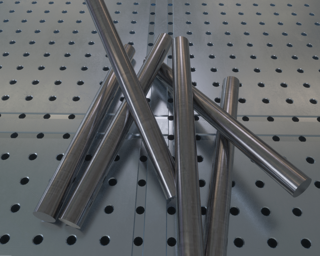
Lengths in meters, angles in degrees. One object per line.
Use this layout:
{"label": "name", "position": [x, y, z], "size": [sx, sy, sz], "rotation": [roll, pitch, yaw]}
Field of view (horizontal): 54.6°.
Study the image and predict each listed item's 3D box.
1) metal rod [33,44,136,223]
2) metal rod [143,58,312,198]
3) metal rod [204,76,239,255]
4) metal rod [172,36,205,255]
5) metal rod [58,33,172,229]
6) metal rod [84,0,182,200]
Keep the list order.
{"label": "metal rod", "position": [-0.088, -0.018, 0.422], "size": [0.025, 0.025, 0.300], "rotation": [10, 51, 9]}
{"label": "metal rod", "position": [0.062, -0.024, 0.401], "size": [0.025, 0.025, 0.300], "rotation": [-25, 46, -20]}
{"label": "metal rod", "position": [0.075, 0.044, 0.371], "size": [0.025, 0.025, 0.300], "rotation": [9, 51, 8]}
{"label": "metal rod", "position": [0.029, 0.001, 0.367], "size": [0.025, 0.025, 0.300], "rotation": [0, 56, 0]}
{"label": "metal rod", "position": [-0.043, -0.018, 0.401], "size": [0.025, 0.025, 0.300], "rotation": [16, 58, 13]}
{"label": "metal rod", "position": [-0.038, -0.055, 0.391], "size": [0.025, 0.025, 0.299], "rotation": [-19, 72, -15]}
